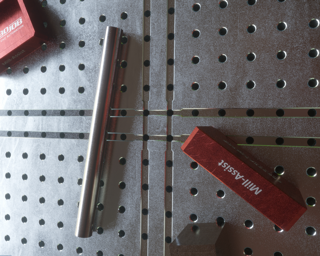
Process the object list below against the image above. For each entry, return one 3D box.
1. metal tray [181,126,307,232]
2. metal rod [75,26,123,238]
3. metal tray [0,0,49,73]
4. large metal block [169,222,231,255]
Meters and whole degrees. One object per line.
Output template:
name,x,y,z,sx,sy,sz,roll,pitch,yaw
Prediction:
metal tray,0.093,0.048,0.345,0.130,0.090,0.030,38,102,16
metal rod,-0.088,0.008,0.443,0.025,0.025,0.298,10,93,19
metal tray,-0.251,-0.152,0.498,0.130,0.030,0.090,-26,82,18
large metal block,0.053,0.163,0.365,0.050,0.080,0.080,-9,87,20
